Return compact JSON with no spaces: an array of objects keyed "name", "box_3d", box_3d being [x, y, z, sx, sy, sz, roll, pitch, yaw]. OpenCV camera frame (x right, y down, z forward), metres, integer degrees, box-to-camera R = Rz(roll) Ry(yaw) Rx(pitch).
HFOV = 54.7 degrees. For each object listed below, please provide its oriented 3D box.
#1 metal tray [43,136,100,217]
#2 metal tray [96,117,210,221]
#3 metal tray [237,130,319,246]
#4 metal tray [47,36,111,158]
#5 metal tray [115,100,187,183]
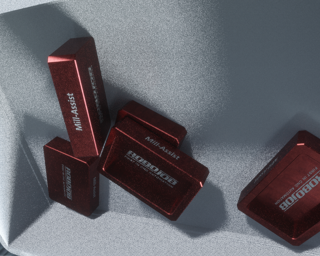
[{"name":"metal tray","box_3d":[-0.152,0.086,0.539,0.090,0.030,0.129,20,126,16]},{"name":"metal tray","box_3d":[-0.013,0.055,0.406,0.130,0.030,0.089,32,129,7]},{"name":"metal tray","box_3d":[0.164,0.075,0.365,0.090,0.030,0.129,33,129,6]},{"name":"metal tray","box_3d":[-0.095,-0.039,0.389,0.030,0.090,0.129,-4,119,5]},{"name":"metal tray","box_3d":[-0.026,0.036,0.441,0.090,0.030,0.129,28,128,10]}]
